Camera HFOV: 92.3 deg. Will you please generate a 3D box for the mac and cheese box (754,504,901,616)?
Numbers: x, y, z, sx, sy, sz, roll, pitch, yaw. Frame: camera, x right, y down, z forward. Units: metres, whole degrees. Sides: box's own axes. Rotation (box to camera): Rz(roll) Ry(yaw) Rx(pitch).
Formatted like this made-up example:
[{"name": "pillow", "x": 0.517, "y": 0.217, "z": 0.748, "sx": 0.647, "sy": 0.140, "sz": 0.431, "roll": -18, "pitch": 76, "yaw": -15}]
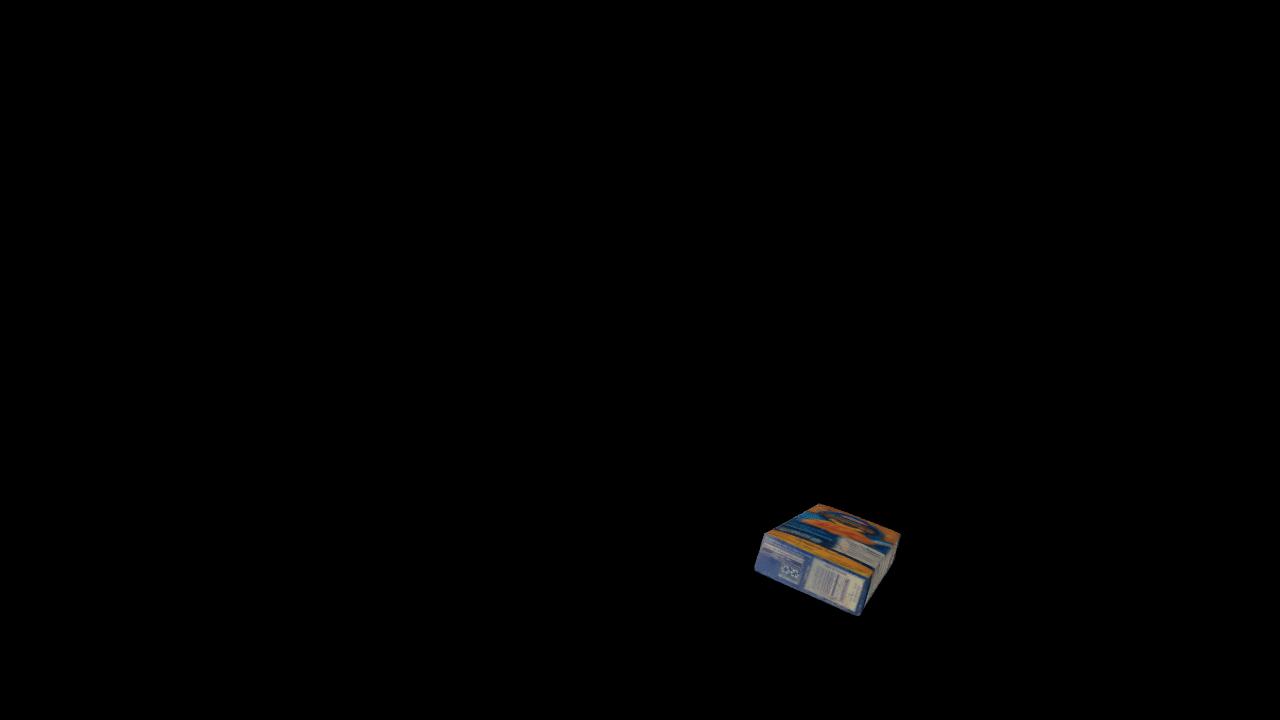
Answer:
[{"name": "mac and cheese box", "x": 0.185, "y": 0.181, "z": 0.584, "sx": 0.093, "sy": 0.041, "sz": 0.184, "roll": 15, "pitch": 4, "yaw": 29}]
